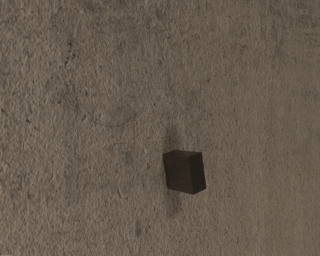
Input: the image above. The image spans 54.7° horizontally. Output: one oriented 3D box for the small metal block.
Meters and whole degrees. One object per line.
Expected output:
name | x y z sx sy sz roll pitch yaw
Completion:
small metal block | 0.032 0.058 0.418 0.025 0.050 0.050 -15 100 -39
